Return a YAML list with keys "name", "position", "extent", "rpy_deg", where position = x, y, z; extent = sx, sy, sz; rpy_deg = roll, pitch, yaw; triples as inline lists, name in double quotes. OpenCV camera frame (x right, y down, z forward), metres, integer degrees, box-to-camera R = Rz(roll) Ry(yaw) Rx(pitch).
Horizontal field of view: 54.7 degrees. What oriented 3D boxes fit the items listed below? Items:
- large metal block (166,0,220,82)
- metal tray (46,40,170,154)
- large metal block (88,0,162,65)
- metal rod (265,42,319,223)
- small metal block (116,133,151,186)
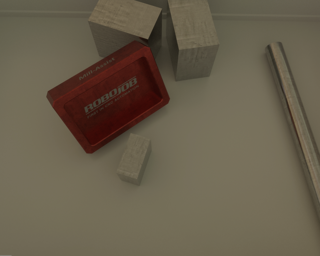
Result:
- name: "large metal block"
  position: [0.041, -0.121, 0.425]
  extent: [0.050, 0.080, 0.080]
  rpy_deg: [-9, 71, -4]
- name: "metal tray"
  position: [-0.059, -0.038, 0.387]
  extent: [0.131, 0.090, 0.030]
  rpy_deg: [-34, 42, -12]
- name: "large metal block"
  position: [-0.044, -0.130, 0.427]
  extent: [0.080, 0.080, 0.050]
  rpy_deg: [19, 71, 6]
- name: "metal rod"
  position: [0.190, 0.020, 0.404]
  extent: [0.025, 0.025, 0.299]
  rpy_deg: [-8, 70, -3]
- name: "small metal block"
  position: [-0.030, 0.040, 0.381]
  extent: [0.025, 0.050, 0.050]
  rpy_deg: [17, 71, 6]
